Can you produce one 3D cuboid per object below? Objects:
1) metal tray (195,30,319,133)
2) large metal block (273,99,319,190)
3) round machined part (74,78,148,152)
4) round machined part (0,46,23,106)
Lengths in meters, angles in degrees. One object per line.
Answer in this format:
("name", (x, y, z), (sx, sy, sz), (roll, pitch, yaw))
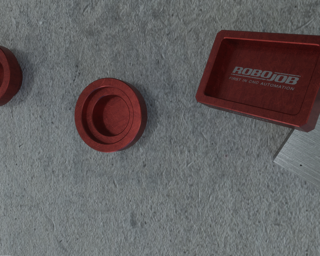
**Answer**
("metal tray", (0.110, -0.056, 0.338), (0.130, 0.030, 0.090), (20, 91, 40))
("large metal block", (0.180, 0.022, 0.332), (0.080, 0.050, 0.080), (33, 100, 16))
("round machined part", (-0.062, -0.017, 0.421), (0.098, 0.042, 0.097), (0, 90, 19))
("round machined part", (-0.259, -0.081, 0.489), (0.098, 0.042, 0.097), (0, 90, 19))
